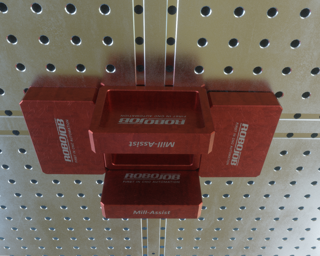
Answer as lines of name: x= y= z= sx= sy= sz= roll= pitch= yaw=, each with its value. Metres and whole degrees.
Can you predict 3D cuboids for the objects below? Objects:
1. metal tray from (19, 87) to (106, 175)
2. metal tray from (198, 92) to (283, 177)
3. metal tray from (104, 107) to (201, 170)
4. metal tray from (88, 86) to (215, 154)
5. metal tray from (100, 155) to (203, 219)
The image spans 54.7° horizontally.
metal tray: x=-0.121 y=0.008 z=0.413 sx=0.091 sy=0.030 sz=0.129 roll=1 pitch=130 yaw=-1
metal tray: x=0.101 y=0.013 z=0.419 sx=0.091 sy=0.030 sz=0.129 roll=0 pitch=130 yaw=-2
metal tray: x=-0.010 y=0.016 z=0.419 sx=0.131 sy=0.030 sz=0.089 roll=0 pitch=130 yaw=-1
metal tray: x=-0.009 y=-0.012 z=0.359 sx=0.131 sy=0.090 sz=0.030 roll=1 pitch=130 yaw=-1
metal tray: x=-0.011 y=0.080 z=0.435 sx=0.131 sy=0.090 sz=0.030 roll=1 pitch=130 yaw=-1
